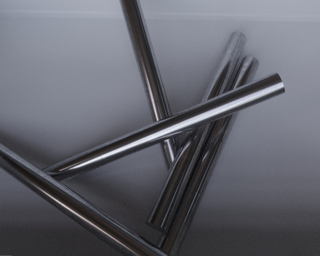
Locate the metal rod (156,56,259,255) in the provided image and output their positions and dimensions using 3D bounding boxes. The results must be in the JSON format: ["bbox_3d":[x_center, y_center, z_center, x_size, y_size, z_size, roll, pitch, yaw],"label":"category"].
[{"bbox_3d":[0.065,0.024,0.382,0.025,0.025,0.300,25,64,8],"label":"metal rod"}]

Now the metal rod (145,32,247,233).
[{"bbox_3d":[0.056,-0.015,0.389,0.025,0.025,0.300,23,62,8],"label":"metal rod"}]

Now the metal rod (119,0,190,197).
[{"bbox_3d":[-0.009,-0.055,0.386,0.025,0.025,0.298,-16,87,-6],"label":"metal rod"}]

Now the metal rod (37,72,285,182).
[{"bbox_3d":[-0.008,0.007,0.360,0.301,0.025,0.025,-22,71,10],"label":"metal rod"}]

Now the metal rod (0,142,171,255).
[{"bbox_3d":[-0.121,0.071,0.349,0.301,0.025,0.025,26,72,22],"label":"metal rod"}]
